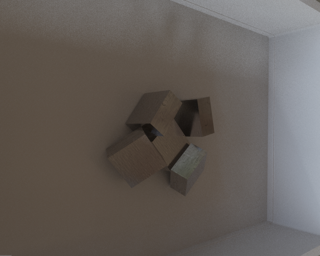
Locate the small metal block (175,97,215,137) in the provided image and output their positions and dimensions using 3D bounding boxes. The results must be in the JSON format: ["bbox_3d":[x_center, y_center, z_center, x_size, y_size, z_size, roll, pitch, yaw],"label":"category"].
[{"bbox_3d":[0.044,-0.015,0.427,0.025,0.050,0.050,-15,100,-40],"label":"small metal block"}]

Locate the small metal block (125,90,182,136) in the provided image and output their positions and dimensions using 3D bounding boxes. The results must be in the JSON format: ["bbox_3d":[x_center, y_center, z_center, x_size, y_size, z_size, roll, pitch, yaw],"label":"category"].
[{"bbox_3d":[-0.008,-0.018,0.383,0.025,0.050,0.050,44,63,-31],"label":"small metal block"}]

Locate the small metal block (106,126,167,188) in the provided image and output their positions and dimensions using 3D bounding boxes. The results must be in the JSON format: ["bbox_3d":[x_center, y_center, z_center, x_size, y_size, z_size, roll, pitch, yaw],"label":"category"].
[{"bbox_3d":[-0.028,0.035,0.368,0.050,0.025,0.050,-33,115,0],"label":"small metal block"}]

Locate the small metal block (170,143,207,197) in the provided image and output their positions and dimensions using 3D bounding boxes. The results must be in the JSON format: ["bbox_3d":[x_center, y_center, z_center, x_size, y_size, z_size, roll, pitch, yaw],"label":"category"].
[{"bbox_3d":[0.039,0.057,0.422,0.050,0.025,0.050,-49,156,-29],"label":"small metal block"}]

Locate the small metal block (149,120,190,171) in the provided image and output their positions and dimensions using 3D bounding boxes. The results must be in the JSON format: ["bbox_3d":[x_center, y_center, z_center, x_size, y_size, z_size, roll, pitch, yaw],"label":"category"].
[{"bbox_3d":[0.007,0.021,0.412,0.050,0.025,0.050,-50,120,-29],"label":"small metal block"}]
